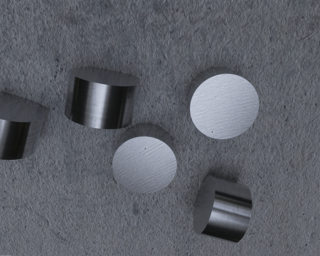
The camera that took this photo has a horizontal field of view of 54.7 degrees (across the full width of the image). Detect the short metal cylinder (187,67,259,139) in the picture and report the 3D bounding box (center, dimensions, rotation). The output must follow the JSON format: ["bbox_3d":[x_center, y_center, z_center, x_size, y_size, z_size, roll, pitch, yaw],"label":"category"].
[{"bbox_3d":[0.075,-0.032,0.385,0.081,0.050,0.079,0,110,0],"label":"short metal cylinder"}]

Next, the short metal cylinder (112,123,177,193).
[{"bbox_3d":[-0.019,0.039,0.410,0.081,0.050,0.079,0,110,0],"label":"short metal cylinder"}]

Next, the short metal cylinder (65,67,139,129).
[{"bbox_3d":[-0.069,-0.037,0.366,0.081,0.080,0.050,11,110,-4],"label":"short metal cylinder"}]

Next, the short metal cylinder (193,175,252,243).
[{"bbox_3d":[0.083,0.110,0.422,0.050,0.080,0.079,17,109,-6],"label":"short metal cylinder"}]

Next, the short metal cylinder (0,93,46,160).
[{"bbox_3d":[-0.187,-0.004,0.377,0.080,0.080,0.050,19,109,-7],"label":"short metal cylinder"}]
